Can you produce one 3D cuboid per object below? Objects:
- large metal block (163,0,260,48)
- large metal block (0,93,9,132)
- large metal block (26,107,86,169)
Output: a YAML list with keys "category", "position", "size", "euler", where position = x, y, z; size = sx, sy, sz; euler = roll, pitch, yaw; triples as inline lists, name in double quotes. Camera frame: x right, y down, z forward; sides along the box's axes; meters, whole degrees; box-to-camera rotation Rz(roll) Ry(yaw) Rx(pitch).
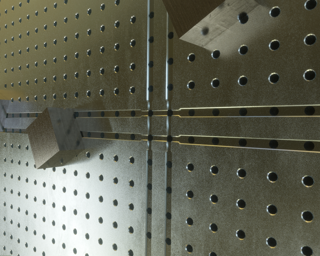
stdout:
- category: "large metal block"
  position: [0.051, -0.152, 0.351]
  size: [0.080, 0.050, 0.080]
  euler: [-32, 70, 35]
- category: "large metal block"
  position: [-0.405, -0.043, 0.731]
  size: [0.080, 0.050, 0.080]
  euler: [29, 108, 36]
- category: "large metal block"
  position: [-0.186, 0.018, 0.548]
  size: [0.080, 0.050, 0.080]
  euler: [-34, 69, 35]
